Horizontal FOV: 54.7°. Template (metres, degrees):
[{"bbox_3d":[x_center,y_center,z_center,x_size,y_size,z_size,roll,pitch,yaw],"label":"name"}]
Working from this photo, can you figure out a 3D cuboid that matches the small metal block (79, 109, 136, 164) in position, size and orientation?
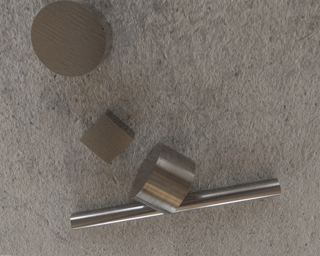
[{"bbox_3d":[-0.069,0.011,0.413,0.050,0.025,0.050,43,104,-14],"label":"small metal block"}]

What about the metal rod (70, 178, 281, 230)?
[{"bbox_3d":[0.020,0.111,0.450,0.302,0.025,0.025,-11,110,3],"label":"metal rod"}]

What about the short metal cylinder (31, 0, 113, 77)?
[{"bbox_3d":[-0.099,-0.103,0.357,0.081,0.050,0.079,0,110,0],"label":"short metal cylinder"}]

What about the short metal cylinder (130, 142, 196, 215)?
[{"bbox_3d":[0.003,0.065,0.405,0.050,0.080,0.080,30,107,-10],"label":"short metal cylinder"}]
